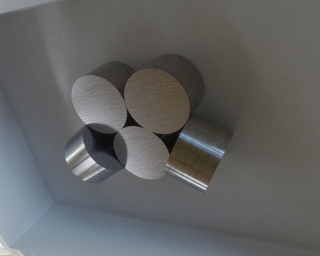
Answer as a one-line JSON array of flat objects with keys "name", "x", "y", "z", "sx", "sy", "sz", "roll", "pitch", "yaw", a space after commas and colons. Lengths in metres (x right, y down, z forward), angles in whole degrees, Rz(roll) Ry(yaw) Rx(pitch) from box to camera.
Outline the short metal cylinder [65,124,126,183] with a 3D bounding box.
[{"name": "short metal cylinder", "x": -0.084, "y": 0.031, "z": 0.435, "sx": 0.050, "sy": 0.080, "sz": 0.080, "roll": -34, "pitch": 99, "yaw": 38}]

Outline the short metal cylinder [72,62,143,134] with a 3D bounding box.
[{"name": "short metal cylinder", "x": -0.065, "y": -0.039, "z": 0.401, "sx": 0.080, "sy": 0.050, "sz": 0.079, "roll": 13, "pitch": 124, "yaw": 21}]

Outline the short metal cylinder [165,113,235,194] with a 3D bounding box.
[{"name": "short metal cylinder", "x": 0.047, "y": 0.029, "z": 0.364, "sx": 0.050, "sy": 0.080, "sz": 0.079, "roll": 26, "pitch": 128, "yaw": 12}]

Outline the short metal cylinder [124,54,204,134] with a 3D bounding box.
[{"name": "short metal cylinder", "x": 0.006, "y": -0.040, "z": 0.363, "sx": 0.080, "sy": 0.050, "sz": 0.079, "roll": 13, "pitch": 124, "yaw": 21}]

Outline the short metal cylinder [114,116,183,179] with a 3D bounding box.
[{"name": "short metal cylinder", "x": -0.013, "y": 0.021, "z": 0.410, "sx": 0.080, "sy": 0.050, "sz": 0.079, "roll": 13, "pitch": 124, "yaw": 21}]
